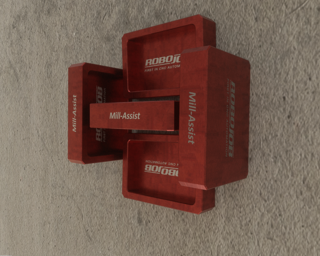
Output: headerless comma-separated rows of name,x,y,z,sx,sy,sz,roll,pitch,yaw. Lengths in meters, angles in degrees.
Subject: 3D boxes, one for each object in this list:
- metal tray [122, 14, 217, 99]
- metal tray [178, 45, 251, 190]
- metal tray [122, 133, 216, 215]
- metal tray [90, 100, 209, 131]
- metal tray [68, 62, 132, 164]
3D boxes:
metal tray,0.008,-0.084,0.397,0.130,0.030,0.089,1,93,40
metal tray,0.058,-0.009,0.316,0.030,0.091,0.129,2,91,40
metal tray,0.007,0.052,0.399,0.130,0.030,0.089,1,90,40
metal tray,-0.010,-0.015,0.374,0.130,0.091,0.030,2,93,40
metal tray,-0.081,-0.019,0.431,0.030,0.091,0.129,2,92,40
